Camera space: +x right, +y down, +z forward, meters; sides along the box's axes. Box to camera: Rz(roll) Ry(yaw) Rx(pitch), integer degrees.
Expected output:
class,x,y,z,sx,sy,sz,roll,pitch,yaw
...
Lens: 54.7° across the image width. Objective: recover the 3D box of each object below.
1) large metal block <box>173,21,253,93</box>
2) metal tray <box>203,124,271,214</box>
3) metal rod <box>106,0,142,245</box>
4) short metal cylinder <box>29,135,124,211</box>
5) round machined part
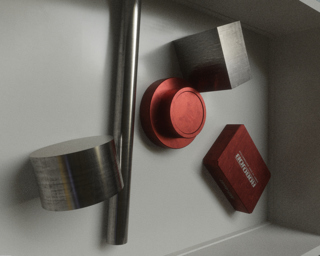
class,x,y,z,sx,sy,sz,roll,pitch,yaw
large metal block,0.073,-0.096,0.434,0.050,0.080,0.080,-28,108,-37
metal tray,0.133,0.068,0.518,0.090,0.030,0.130,-51,120,-28
metal rod,-0.043,-0.015,0.372,0.025,0.025,0.298,5,87,-40
short metal cylinder,-0.080,0.041,0.305,0.081,0.080,0.050,-17,101,-39
round machined part,0.025,-0.020,0.418,0.099,0.042,0.097,0,91,-40
